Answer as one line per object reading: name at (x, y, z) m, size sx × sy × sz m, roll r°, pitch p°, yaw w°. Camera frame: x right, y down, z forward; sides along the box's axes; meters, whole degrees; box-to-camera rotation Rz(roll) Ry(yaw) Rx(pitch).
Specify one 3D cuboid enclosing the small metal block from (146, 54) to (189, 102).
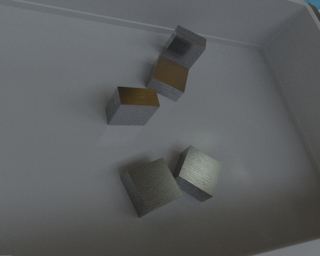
small metal block at (0.012, -0.074, 0.459) m, size 0.050 × 0.025 × 0.050 m, roll 24°, pitch 53°, yaw -14°

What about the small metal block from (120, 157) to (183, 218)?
small metal block at (-0.010, 0.068, 0.360) m, size 0.050 × 0.025 × 0.050 m, roll -18°, pitch 71°, yaw -35°

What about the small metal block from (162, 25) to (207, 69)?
small metal block at (0.038, -0.126, 0.489) m, size 0.050 × 0.050 × 0.025 m, roll 21°, pitch 54°, yaw -16°

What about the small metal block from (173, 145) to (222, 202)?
small metal block at (0.047, 0.058, 0.397) m, size 0.050 × 0.025 × 0.050 m, roll 32°, pitch 51°, yaw -8°

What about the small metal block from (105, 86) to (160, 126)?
small metal block at (-0.035, -0.026, 0.388) m, size 0.050 × 0.050 × 0.025 m, roll 0°, pitch 62°, yaw -28°
